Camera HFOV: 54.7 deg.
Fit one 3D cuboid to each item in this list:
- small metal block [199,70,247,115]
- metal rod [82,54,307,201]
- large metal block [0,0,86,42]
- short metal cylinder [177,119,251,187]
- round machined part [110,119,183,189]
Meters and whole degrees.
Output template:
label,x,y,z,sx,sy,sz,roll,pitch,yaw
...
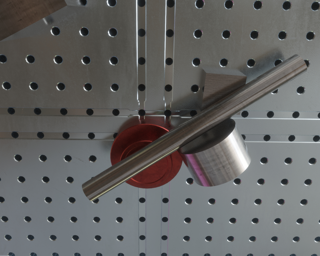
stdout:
label,x,y,z,sx,sy,sz,roll,pitch,yaw
small metal block,0.079,-0.046,0.398,0.050,0.025,0.050,4,110,-2
metal rod,0.040,0.001,0.376,0.301,0.025,0.025,-31,108,2
large metal block,-0.136,-0.136,0.332,0.080,0.080,0.050,-24,109,8
short metal cylinder,0.068,0.029,0.396,0.080,0.080,0.050,-27,108,9
round machined part,-0.018,0.040,0.419,0.099,0.042,0.097,0,110,-1
